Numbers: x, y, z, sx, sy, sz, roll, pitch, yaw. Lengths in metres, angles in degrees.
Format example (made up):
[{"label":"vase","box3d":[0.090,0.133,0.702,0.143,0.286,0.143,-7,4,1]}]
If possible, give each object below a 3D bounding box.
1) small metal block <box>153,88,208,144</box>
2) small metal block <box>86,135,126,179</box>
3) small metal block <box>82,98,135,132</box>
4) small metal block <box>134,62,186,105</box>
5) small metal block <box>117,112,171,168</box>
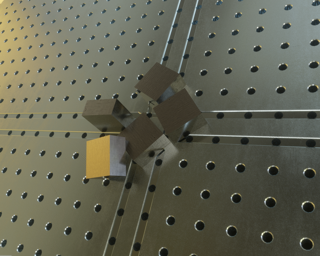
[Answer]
[{"label":"small metal block","box3d":[0.026,-0.016,0.404,0.050,0.025,0.050,-32,52,7]},{"label":"small metal block","box3d":[-0.071,0.039,0.402,0.050,0.025,0.050,-15,72,41]},{"label":"small metal block","box3d":[-0.072,-0.017,0.439,0.050,0.050,0.025,-1,62,27]},{"label":"small metal block","box3d":[0.000,-0.060,0.444,0.050,0.025,0.050,-49,52,-7]},{"label":"small metal block","box3d":[-0.022,0.015,0.409,0.050,0.025,0.050,-42,51,-1]}]
